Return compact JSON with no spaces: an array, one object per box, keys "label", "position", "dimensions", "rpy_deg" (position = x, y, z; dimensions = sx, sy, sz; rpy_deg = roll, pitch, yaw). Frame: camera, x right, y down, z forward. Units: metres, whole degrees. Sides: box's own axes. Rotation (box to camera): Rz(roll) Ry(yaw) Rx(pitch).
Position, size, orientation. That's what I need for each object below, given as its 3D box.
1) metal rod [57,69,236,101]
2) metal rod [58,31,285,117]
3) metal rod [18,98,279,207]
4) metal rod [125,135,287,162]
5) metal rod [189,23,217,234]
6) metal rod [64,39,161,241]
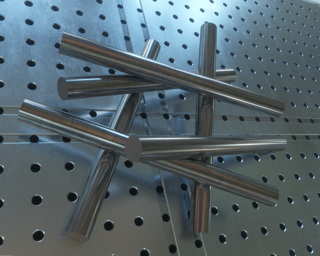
[{"label":"metal rod","position":[0.008,-0.065,0.425],"dimensions":[0.302,0.025,0.025],"rpy_deg":[-12,68,-42]},{"label":"metal rod","position":[0.030,-0.061,0.390],"dimensions":[0.302,0.025,0.025],"rpy_deg":[14,56,-19]},{"label":"metal rod","position":[-0.002,0.032,0.348],"dimensions":[0.302,0.025,0.025],"rpy_deg":[20,54,-11]},{"label":"metal rod","position":[0.083,0.022,0.390],"dimensions":[0.302,0.025,0.025],"rpy_deg":[2,60,-45]},{"label":"metal rod","position":[0.060,-0.016,0.417],"dimensions":[0.025,0.025,0.299],"rpy_deg":[15,66,-20]},{"label":"metal rod","position":[-0.046,-0.011,0.389],"dimensions":[0.025,0.025,0.300],"rpy_deg":[26,53,-12]}]
